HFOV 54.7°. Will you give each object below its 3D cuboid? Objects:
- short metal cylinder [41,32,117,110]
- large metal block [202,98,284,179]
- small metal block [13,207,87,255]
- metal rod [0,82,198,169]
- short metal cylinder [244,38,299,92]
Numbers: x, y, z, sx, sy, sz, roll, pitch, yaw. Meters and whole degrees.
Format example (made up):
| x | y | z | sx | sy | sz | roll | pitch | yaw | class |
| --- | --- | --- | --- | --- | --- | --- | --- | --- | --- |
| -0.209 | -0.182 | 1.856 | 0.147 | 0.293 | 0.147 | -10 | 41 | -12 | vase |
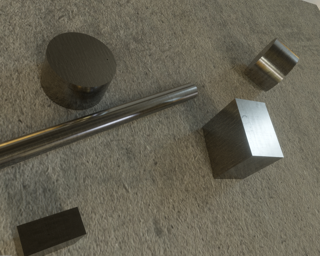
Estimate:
| x | y | z | sx | sy | sz | roll | pitch | yaw | class |
| --- | --- | --- | --- | --- | --- | --- | --- | --- | --- |
| -0.100 | -0.069 | 0.377 | 0.081 | 0.050 | 0.080 | 14 | 56 | -21 | short metal cylinder |
| 0.107 | 0.018 | 0.418 | 0.050 | 0.080 | 0.080 | 5 | 59 | -26 | large metal block |
| -0.099 | 0.096 | 0.276 | 0.050 | 0.050 | 0.025 | -12 | 68 | -33 | small metal block |
| -0.065 | -0.010 | 0.375 | 0.302 | 0.025 | 0.025 | -22 | 74 | -36 | metal rod |
| 0.194 | -0.110 | 0.543 | 0.050 | 0.080 | 0.080 | 41 | 51 | -1 | short metal cylinder |
